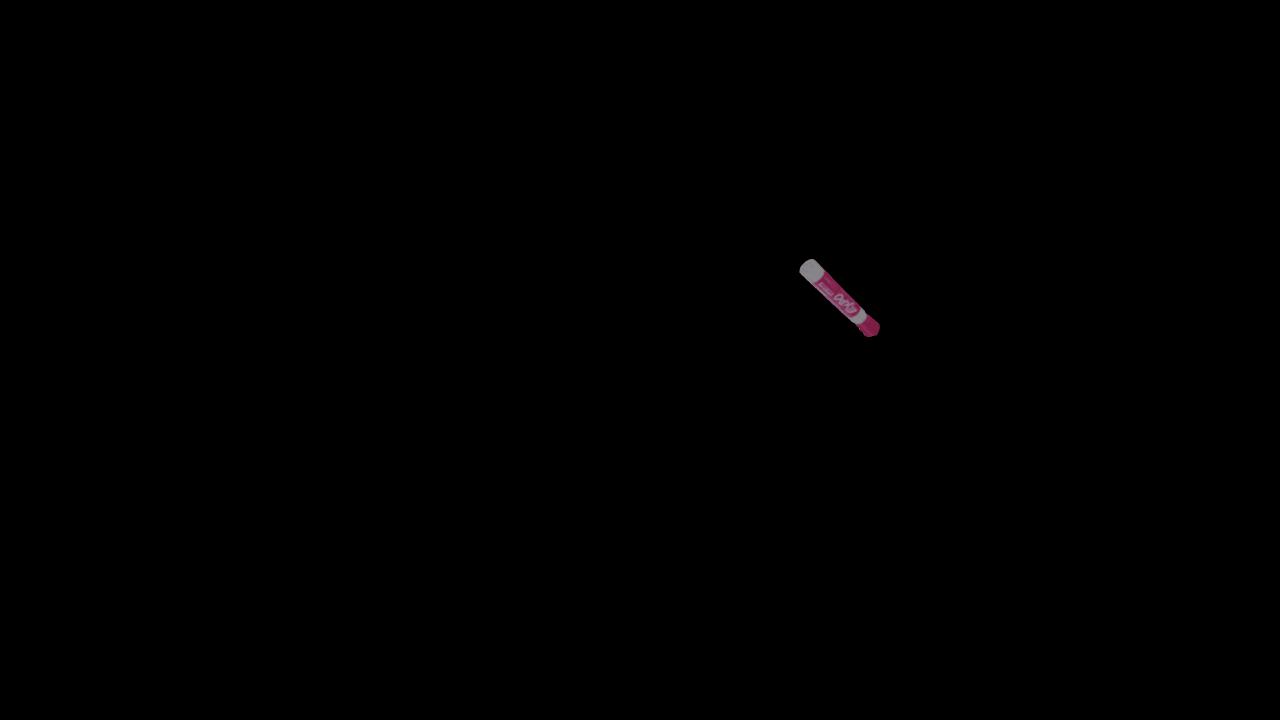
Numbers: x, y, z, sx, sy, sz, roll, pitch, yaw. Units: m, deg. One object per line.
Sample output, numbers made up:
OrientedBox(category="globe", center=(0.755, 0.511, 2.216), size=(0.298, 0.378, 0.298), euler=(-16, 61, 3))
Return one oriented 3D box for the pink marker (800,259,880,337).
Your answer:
OrientedBox(category="pink marker", center=(0.207, -0.060, 0.627), size=(0.121, 0.020, 0.020), euler=(35, -18, -27))
